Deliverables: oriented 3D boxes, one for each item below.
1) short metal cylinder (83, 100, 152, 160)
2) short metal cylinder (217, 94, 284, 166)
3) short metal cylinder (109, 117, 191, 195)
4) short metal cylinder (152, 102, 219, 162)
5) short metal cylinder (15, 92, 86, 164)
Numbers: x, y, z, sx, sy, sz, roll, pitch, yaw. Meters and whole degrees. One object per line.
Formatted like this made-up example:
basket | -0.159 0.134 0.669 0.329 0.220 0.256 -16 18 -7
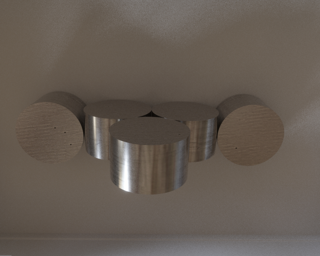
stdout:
short metal cylinder | -0.051 0.000 0.379 0.081 0.080 0.050 2 110 -1
short metal cylinder | 0.110 0.002 0.398 0.081 0.050 0.079 0 110 0
short metal cylinder | -0.011 0.025 0.316 0.081 0.080 0.050 2 110 -1
short metal cylinder | 0.030 0.002 0.381 0.081 0.080 0.050 2 110 -1
short metal cylinder | -0.132 -0.002 0.394 0.081 0.050 0.079 0 110 0
